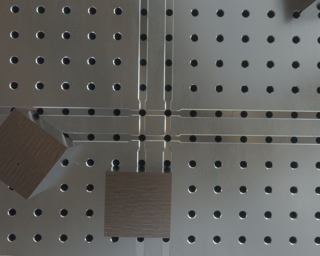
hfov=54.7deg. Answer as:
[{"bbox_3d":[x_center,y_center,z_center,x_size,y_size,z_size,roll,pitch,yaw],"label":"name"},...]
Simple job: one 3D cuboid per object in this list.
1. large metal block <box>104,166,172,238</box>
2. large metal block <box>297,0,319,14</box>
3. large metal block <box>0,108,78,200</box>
[{"bbox_3d":[-0.027,0.093,0.401,0.081,0.050,0.079,2,90,-1],"label":"large metal block"},{"bbox_3d":[0.227,-0.203,0.404,0.081,0.050,0.080,-9,90,-1],"label":"large metal block"},{"bbox_3d":[-0.168,0.031,0.399,0.080,0.050,0.080,38,90,-1],"label":"large metal block"}]
